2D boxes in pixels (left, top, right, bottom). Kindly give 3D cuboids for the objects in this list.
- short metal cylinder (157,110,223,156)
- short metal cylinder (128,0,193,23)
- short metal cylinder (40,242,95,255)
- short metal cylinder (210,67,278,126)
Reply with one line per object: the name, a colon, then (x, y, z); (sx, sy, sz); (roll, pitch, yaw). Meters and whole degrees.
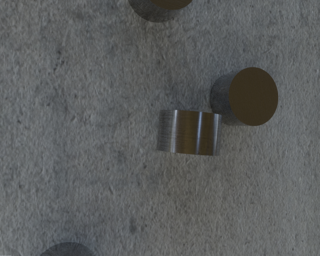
short metal cylinder: (0.037, 0.006, 0.395); (0.081, 0.080, 0.050); (6, 88, -20)
short metal cylinder: (0.002, -0.183, 0.397); (0.081, 0.050, 0.079); (0, 90, -21)
short metal cylinder: (-0.107, 0.180, 0.357); (0.081, 0.050, 0.079); (0, 90, -21)
short metal cylinder: (0.119, -0.043, 0.441); (0.081, 0.050, 0.079); (0, 90, -21)
